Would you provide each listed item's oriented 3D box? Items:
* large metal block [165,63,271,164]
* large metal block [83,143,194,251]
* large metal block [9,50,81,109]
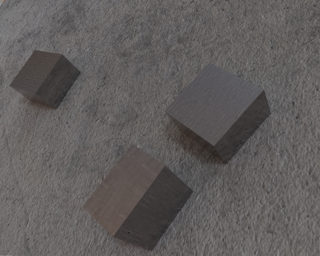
[{"bbox_3d":[0.068,-0.019,0.364,0.080,0.050,0.080,-48,51,-5],"label":"large metal block"},{"bbox_3d":[-0.019,0.076,0.332,0.050,0.080,0.080,29,78,37],"label":"large metal block"},{"bbox_3d":[-0.203,-0.087,0.548,0.080,0.050,0.080,16,70,34],"label":"large metal block"}]
